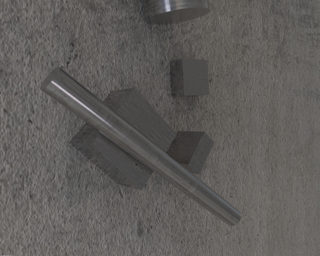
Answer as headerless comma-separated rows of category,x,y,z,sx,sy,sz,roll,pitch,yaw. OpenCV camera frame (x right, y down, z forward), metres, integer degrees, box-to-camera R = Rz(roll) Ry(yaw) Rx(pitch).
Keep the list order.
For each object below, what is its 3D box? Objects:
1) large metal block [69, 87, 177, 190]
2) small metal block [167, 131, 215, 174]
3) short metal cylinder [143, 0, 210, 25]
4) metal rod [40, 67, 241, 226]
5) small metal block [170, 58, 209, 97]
large metal block,-0.039,0.012,0.355,0.080,0.050,0.080,49,61,-29
small metal block,0.038,0.032,0.420,0.025,0.050,0.050,43,64,-32
short metal cylinder,0.018,-0.163,0.384,0.081,0.080,0.050,-16,100,-39
metal rod,0.003,0.040,0.342,0.301,0.025,0.025,40,66,-33
small metal block,0.042,-0.071,0.440,0.050,0.025,0.050,-6,94,-40
